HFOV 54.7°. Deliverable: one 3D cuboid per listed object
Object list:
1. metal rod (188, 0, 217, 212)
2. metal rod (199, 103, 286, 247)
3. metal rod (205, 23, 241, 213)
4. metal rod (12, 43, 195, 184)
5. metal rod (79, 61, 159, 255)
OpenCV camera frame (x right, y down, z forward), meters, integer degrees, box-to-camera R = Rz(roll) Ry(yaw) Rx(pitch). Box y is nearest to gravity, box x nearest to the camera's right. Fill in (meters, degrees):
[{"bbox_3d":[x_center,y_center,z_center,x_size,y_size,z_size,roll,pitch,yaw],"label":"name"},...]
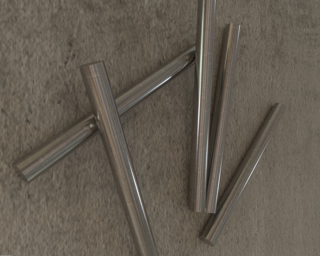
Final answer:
[{"bbox_3d":[0.058,-0.030,0.433,0.025,0.025,0.298,-5,100,-40],"label":"metal rod"},{"bbox_3d":[0.152,0.066,0.535,0.301,0.025,0.025,-52,121,-27],"label":"metal rod"},{"bbox_3d":[0.096,-0.020,0.487,0.025,0.025,0.298,16,80,-39],"label":"metal rod"},{"bbox_3d":[-0.035,-0.037,0.376,0.302,0.025,0.025,-40,115,-33],"label":"metal rod"},{"bbox_3d":[-0.035,0.073,0.355,0.025,0.025,0.298,-29,115,-37],"label":"metal rod"}]
